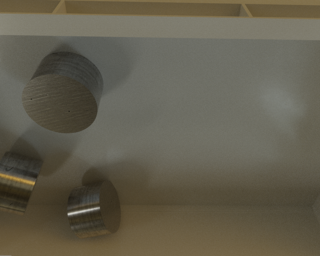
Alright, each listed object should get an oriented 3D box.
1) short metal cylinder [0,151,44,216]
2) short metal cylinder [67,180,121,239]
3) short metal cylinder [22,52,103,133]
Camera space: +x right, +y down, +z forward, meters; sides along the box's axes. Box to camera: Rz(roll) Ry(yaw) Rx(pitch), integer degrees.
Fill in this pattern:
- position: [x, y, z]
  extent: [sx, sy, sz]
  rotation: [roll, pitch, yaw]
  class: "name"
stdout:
- position: [-0.204, 0.078, 0.436]
  extent: [0.050, 0.080, 0.079]
  rotation: [20, 127, -16]
  class: "short metal cylinder"
- position: [-0.099, 0.126, 0.479]
  extent: [0.050, 0.080, 0.080]
  rotation: [-14, 129, 11]
  class: "short metal cylinder"
- position: [-0.109, -0.040, 0.357]
  extent: [0.081, 0.050, 0.079]
  rotation: [0, 130, 0]
  class: "short metal cylinder"
